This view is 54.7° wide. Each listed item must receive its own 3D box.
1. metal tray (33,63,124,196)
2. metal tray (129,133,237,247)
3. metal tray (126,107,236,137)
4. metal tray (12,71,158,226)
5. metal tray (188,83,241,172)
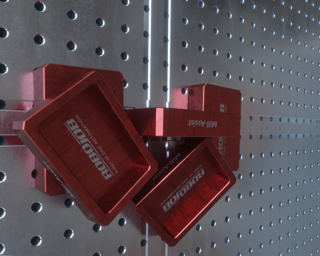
[{"bbox_3d":[-0.085,0.001,0.336,0.091,0.030,0.129,-1,92,-40],"label":"metal tray"},{"bbox_3d":[0.032,0.081,0.411,0.130,0.030,0.090,-42,118,-13],"label":"metal tray"},{"bbox_3d":[0.020,-0.005,0.384,0.131,0.090,0.030,2,89,-40],"label":"metal tray"},{"bbox_3d":[-0.066,0.021,0.310,0.090,0.030,0.130,-46,118,-31],"label":"metal tray"},{"bbox_3d":[0.085,0.002,0.479,0.091,0.030,0.129,4,88,-40],"label":"metal tray"}]
